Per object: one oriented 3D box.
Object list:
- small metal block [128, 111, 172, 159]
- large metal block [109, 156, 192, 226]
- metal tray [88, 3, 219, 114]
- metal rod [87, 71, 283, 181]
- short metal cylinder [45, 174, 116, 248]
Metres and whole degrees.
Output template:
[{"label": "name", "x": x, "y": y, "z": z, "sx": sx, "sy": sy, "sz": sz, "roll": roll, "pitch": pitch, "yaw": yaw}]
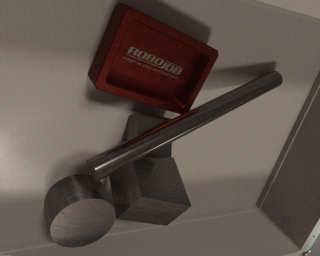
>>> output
[{"label": "small metal block", "x": -0.013, "y": 0.010, "z": 0.392, "sx": 0.050, "sy": 0.025, "sz": 0.050, "roll": 13, "pitch": 70, "yaw": -34}, {"label": "large metal block", "x": -0.016, "y": 0.075, "z": 0.405, "sx": 0.080, "sy": 0.080, "sz": 0.050, "roll": 21, "pitch": 125, "yaw": -37}, {"label": "metal tray", "x": -0.005, "y": -0.073, "z": 0.358, "sx": 0.131, "sy": 0.030, "sz": 0.089, "roll": 14, "pitch": 111, "yaw": -35}, {"label": "metal rod", "x": 0.051, "y": -0.015, "z": 0.392, "sx": 0.302, "sy": 0.025, "sz": 0.025, "roll": -26, "pitch": 129, "yaw": -27}, {"label": "short metal cylinder", "x": -0.104, "y": 0.107, "z": 0.403, "sx": 0.081, "sy": 0.050, "sz": 0.079, "roll": -14, "pitch": 125, "yaw": -21}]
